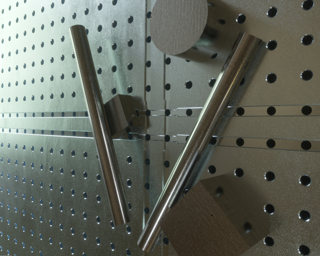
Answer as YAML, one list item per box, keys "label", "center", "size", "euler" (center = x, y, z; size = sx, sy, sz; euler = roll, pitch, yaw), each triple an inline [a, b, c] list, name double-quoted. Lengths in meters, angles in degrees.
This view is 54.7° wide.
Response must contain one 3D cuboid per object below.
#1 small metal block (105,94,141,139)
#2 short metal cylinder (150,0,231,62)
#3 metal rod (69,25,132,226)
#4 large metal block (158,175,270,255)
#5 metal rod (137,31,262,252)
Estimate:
- label: "small metal block"
  center: [-0.061, -0.016, 0.458]
  size: [0.050, 0.025, 0.050]
  euler: [-30, 72, 35]
- label: "short metal cylinder"
  center: [0.035, -0.122, 0.363]
  size: [0.080, 0.050, 0.079]
  euler: [0, 90, 39]
- label: "metal rod"
  center: [-0.089, -0.012, 0.447]
  size: [0.025, 0.025, 0.299]
  euler: [-25, 74, 37]
- label: "large metal block"
  center: [0.057, 0.111, 0.345]
  size: [0.080, 0.050, 0.080]
  euler: [-51, 60, 27]
- label: "metal rod"
  center: [0.039, 0.031, 0.375]
  size: [0.025, 0.025, 0.298]
  euler: [37, 112, 33]
